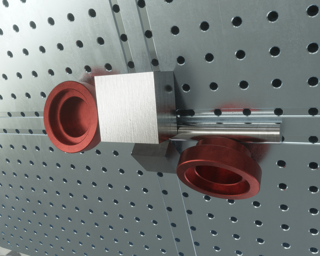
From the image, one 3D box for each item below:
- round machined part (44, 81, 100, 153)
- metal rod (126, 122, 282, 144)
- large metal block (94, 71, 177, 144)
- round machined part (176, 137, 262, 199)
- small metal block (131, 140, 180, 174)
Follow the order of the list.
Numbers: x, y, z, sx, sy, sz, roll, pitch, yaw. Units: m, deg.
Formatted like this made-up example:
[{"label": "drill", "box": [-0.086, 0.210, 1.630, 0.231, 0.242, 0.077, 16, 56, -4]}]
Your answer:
[{"label": "round machined part", "box": [-0.112, -0.015, 0.433, 0.098, 0.042, 0.097, 1, 93, 28]}, {"label": "metal rod", "box": [0.002, 0.004, 0.414, 0.300, 0.025, 0.025, 1, 119, 27]}, {"label": "large metal block", "box": [-0.028, -0.026, 0.379, 0.080, 0.050, 0.079, 1, 101, 27]}, {"label": "round machined part", "box": [0.072, 0.046, 0.375, 0.098, 0.042, 0.098, 14, 148, 9]}, {"label": "small metal block", "box": [-0.003, 0.039, 0.425, 0.050, 0.025, 0.050, 1, 148, 28]}]
